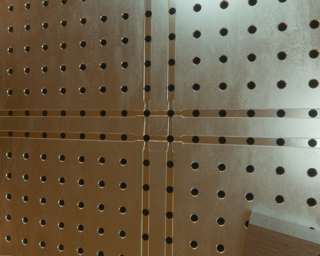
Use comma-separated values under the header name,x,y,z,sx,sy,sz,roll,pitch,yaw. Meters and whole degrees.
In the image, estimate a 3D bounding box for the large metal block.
name,x,y,z,sx,sy,sz,roll,pitch,yaw
large metal block,0.135,0.151,0.352,0.080,0.050,0.080,12,94,19
